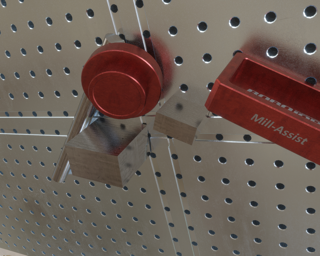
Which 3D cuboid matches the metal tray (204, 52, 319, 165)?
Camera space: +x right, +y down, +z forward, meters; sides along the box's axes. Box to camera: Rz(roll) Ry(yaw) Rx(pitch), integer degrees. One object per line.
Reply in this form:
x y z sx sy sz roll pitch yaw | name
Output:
0.118 -0.021 0.293 0.130 0.090 0.030 28 128 10 | metal tray

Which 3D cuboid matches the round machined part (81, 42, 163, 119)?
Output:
-0.048 -0.049 0.374 0.099 0.042 0.097 4 131 5 | round machined part

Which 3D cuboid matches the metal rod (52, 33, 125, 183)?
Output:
-0.118 -0.009 0.465 0.025 0.025 0.298 36 129 3 | metal rod

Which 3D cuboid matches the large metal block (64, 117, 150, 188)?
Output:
-0.069 0.030 0.429 0.080 0.080 0.050 9 122 23 | large metal block

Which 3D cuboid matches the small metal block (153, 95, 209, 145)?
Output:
0.026 -0.011 0.373 0.050 0.050 0.025 22 127 14 | small metal block
